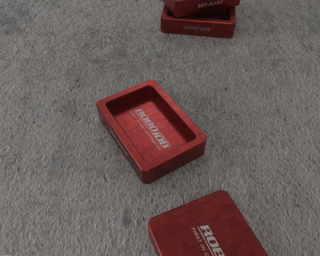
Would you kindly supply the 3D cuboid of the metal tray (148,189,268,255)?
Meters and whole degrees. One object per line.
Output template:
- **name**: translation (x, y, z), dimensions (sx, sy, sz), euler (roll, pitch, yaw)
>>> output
- **metal tray**: translation (0.053, 0.132, 0.289), dimensions (0.091, 0.030, 0.130), euler (-18, 52, -15)

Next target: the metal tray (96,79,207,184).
- **metal tray**: translation (-0.014, -0.001, 0.400), dimensions (0.091, 0.030, 0.130), euler (-25, 55, -20)

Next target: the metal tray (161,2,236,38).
- **metal tray**: translation (0.072, -0.210, 0.576), dimensions (0.131, 0.030, 0.090), euler (6, 50, 5)

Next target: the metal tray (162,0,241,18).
- **metal tray**: translation (0.072, -0.250, 0.570), dimensions (0.131, 0.030, 0.090), euler (-16, 52, -13)
